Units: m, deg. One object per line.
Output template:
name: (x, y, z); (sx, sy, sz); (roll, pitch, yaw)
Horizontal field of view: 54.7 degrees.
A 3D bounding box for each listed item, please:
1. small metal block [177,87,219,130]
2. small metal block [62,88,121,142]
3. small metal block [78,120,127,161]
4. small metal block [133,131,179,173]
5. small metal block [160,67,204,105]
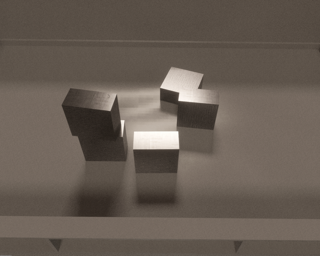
small metal block: (0.049, -0.025, 0.411); (0.050, 0.050, 0.025); (6, 50, 4)
small metal block: (-0.072, -0.013, 0.334); (0.050, 0.050, 0.025); (7, 51, 6)
small metal block: (-0.067, 0.016, 0.374); (0.050, 0.050, 0.025); (1, 50, 0)
small metal block: (-0.004, 0.029, 0.364); (0.050, 0.050, 0.025); (0, 50, -1)
small metal block: (0.032, -0.060, 0.456); (0.050, 0.025, 0.050); (16, 52, 12)
